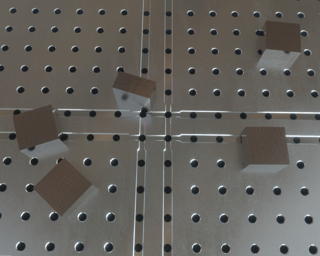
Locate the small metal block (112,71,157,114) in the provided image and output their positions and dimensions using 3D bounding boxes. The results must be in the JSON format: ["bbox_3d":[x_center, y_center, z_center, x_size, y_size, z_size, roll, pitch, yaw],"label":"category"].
[{"bbox_3d":[-0.032,-0.047,0.415,0.050,0.050,0.025,17,71,6],"label":"small metal block"}]

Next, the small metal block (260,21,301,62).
[{"bbox_3d":[0.179,-0.129,0.461,0.050,0.025,0.050,6,70,2],"label":"small metal block"}]

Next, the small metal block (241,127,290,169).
[{"bbox_3d":[0.136,0.026,0.404,0.050,0.025,0.050,0,70,0],"label":"small metal block"}]

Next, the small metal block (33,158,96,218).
[{"bbox_3d":[-0.117,0.074,0.383,0.050,0.025,0.050,40,74,13],"label":"small metal block"}]

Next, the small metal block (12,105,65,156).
[{"bbox_3d":[-0.160,0.003,0.409,0.050,0.025,0.050,-18,71,-7],"label":"small metal block"}]
